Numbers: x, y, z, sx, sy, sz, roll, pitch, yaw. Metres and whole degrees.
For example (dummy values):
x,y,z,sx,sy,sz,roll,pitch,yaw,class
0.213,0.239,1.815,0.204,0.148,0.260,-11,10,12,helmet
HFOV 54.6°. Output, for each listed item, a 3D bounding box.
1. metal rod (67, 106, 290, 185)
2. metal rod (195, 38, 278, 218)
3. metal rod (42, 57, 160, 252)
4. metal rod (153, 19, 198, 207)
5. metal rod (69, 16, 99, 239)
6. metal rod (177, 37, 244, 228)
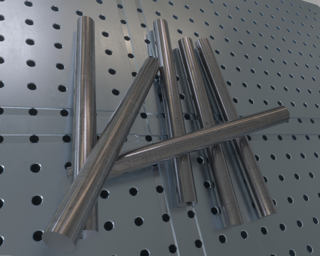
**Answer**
x,y,z,sx,sy,sz,roll,pitch,yaw,class
0.040,0.017,0.383,0.302,0.025,0.025,-15,69,-23,metal rod
0.108,-0.015,0.474,0.025,0.025,0.299,-1,62,-29,metal rod
-0.043,-0.006,0.341,0.025,0.025,0.301,31,37,-9,metal rod
0.016,-0.040,0.440,0.025,0.025,0.299,7,59,-25,metal rod
-0.086,-0.028,0.356,0.025,0.025,0.300,9,51,-24,metal rod
0.066,-0.011,0.449,0.025,0.025,0.299,4,60,-26,metal rod
